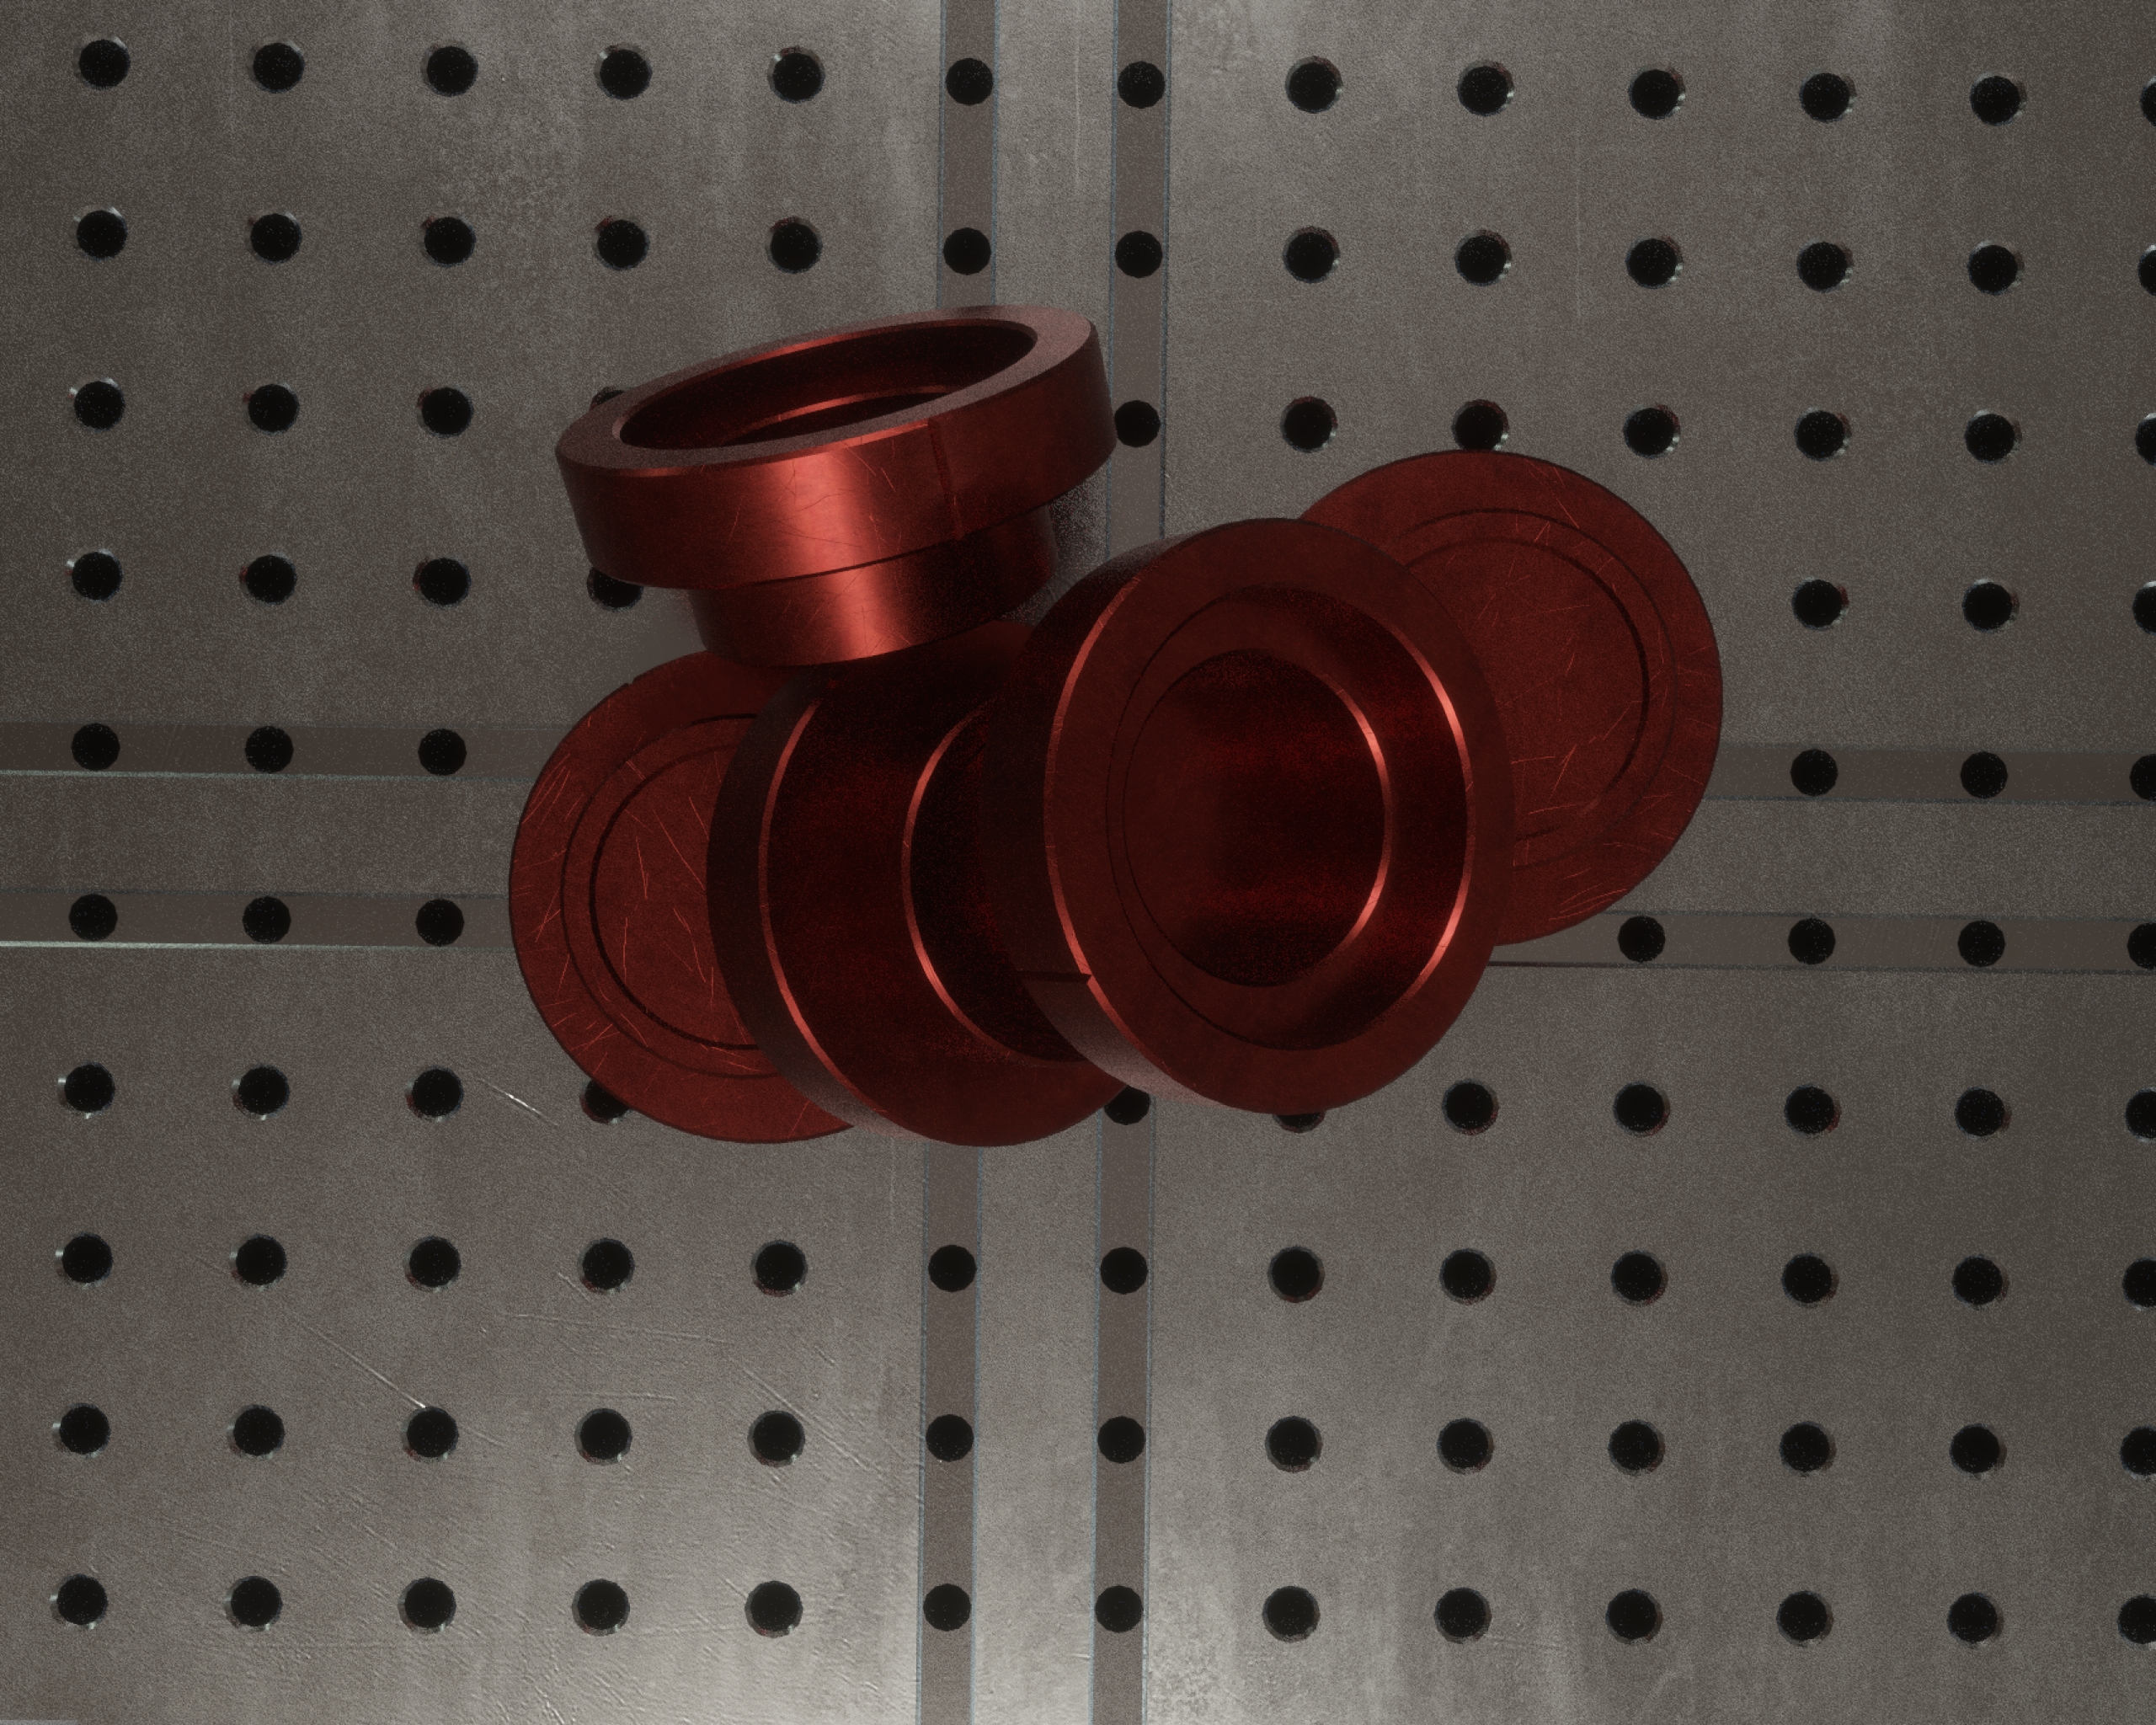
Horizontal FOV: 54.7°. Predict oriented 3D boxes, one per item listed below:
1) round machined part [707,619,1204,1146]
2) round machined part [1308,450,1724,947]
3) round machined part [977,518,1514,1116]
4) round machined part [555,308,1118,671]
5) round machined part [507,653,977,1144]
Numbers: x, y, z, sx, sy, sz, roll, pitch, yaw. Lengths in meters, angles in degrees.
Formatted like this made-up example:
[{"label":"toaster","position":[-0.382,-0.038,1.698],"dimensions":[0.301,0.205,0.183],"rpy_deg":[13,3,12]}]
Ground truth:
[{"label":"round machined part","position":[-0.014,0.003,0.381],"dimensions":[0.099,0.042,0.097],"rpy_deg":[3,85,-37]},{"label":"round machined part","position":[0.077,-0.032,0.406],"dimensions":[0.099,0.042,0.097],"rpy_deg":[0,90,-1]},{"label":"round machined part","position":[0.025,-0.007,0.357],"dimensions":[0.099,0.042,0.097],"rpy_deg":[1,88,-33]},{"label":"round machined part","position":[-0.041,-0.068,0.381],"dimensions":[0.099,0.098,0.042],"rpy_deg":[-12,116,-1]},{"label":"round machined part","position":[-0.061,0.006,0.404],"dimensions":[0.099,0.042,0.097],"rpy_deg":[0,90,-1]}]
